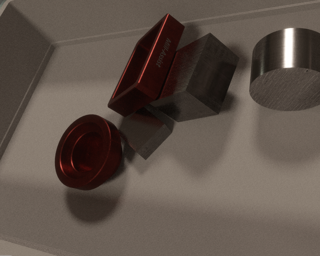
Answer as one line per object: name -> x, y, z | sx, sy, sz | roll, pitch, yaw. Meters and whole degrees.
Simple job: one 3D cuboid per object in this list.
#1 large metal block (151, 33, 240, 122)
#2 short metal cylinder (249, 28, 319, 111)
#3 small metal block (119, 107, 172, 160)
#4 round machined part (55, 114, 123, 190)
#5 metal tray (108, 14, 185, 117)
large metal block -> 0.040, -0.058, 0.382 | 0.080, 0.050, 0.080 | -11, 51, 58
short metal cylinder -> 0.140, -0.060, 0.334 | 0.080, 0.080, 0.050 | -2, 61, 27
small metal block -> -0.021, 0.006, 0.412 | 0.050, 0.025, 0.050 | -46, 52, -5
round machined part -> -0.089, 0.034, 0.411 | 0.098, 0.042, 0.098 | -14, 63, 29
metal tray -> -0.019, -0.086, 0.430 | 0.090, 0.030, 0.130 | -23, 40, 54
